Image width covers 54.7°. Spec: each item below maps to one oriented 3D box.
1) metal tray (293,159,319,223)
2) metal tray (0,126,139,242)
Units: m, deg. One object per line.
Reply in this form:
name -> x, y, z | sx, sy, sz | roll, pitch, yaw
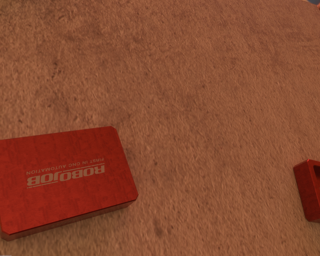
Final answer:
metal tray -> 0.279, 0.105, 0.489 | 0.131, 0.030, 0.090 | 13, 56, -21
metal tray -> -0.097, 0.050, 0.318 | 0.131, 0.030, 0.090 | -8, 66, -32
